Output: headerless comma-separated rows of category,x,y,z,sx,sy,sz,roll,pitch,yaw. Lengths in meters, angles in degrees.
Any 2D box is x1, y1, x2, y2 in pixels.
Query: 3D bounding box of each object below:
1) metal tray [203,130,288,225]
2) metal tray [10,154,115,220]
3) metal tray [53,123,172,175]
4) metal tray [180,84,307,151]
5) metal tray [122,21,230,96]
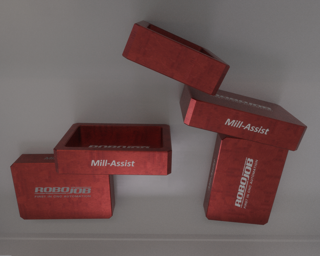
metal tray,0.117,0.071,0.436,0.091,0.030,0.129,6,110,-3
metal tray,-0.133,0.083,0.438,0.131,0.030,0.089,-1,110,0
metal tray,-0.052,0.023,0.384,0.131,0.090,0.030,1,110,-1
metal tray,0.092,-0.017,0.370,0.131,0.090,0.030,13,110,-5
metal tray,0.014,-0.079,0.326,0.090,0.130,0.030,22,109,-8
